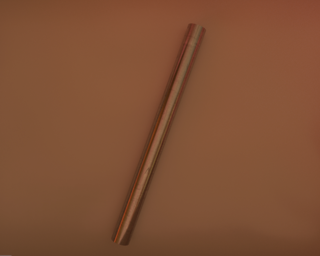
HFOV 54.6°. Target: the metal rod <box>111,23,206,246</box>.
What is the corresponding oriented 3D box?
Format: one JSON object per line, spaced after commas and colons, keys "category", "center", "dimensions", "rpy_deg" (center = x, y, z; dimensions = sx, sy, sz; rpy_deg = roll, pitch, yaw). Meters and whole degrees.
{"category": "metal rod", "center": [-0.002, 0.008, 0.409], "dimensions": [0.025, 0.025, 0.299], "rpy_deg": [20, 90, 0]}
